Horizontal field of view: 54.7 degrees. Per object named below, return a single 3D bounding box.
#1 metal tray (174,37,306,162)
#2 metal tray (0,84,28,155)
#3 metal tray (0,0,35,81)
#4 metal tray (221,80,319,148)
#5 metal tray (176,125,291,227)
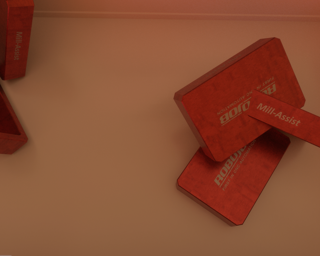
[{"bbox_3d":[0.093,-0.033,0.356,0.131,0.030,0.090,-33,108,-7],"label":"metal tray"},{"bbox_3d":[-0.229,-0.031,0.381,0.030,0.090,0.130,-37,73,10],"label":"metal tray"},{"bbox_3d":[-0.205,-0.137,0.403,0.030,0.129,0.090,-24,70,-40],"label":"metal tray"},{"bbox_3d":[0.139,-0.020,0.382,0.130,0.090,0.030,25,101,8],"label":"metal tray"},{"bbox_3d":[0.092,0.045,0.392,0.090,0.030,0.130,34,73,11],"label":"metal tray"}]
